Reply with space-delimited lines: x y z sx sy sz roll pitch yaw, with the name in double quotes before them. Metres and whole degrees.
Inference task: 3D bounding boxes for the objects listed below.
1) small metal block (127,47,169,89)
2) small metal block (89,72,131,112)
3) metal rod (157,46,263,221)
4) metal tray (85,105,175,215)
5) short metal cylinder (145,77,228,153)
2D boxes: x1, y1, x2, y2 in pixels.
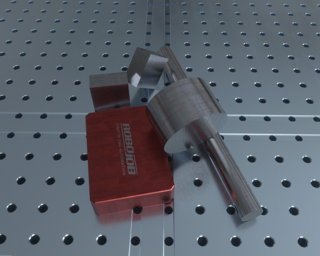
"small metal block" -0.020 -0.086 0.450 0.025 0.050 0.050 33 19 24
"small metal block" -0.069 -0.049 0.432 0.050 0.050 0.025 -7 51 -6
"metal rod" 0.053 -0.016 0.421 0.025 0.025 0.299 -14 51 -12
"metal tray" -0.040 0.032 0.377 0.091 0.030 0.130 -8 51 -8
"short metal cylinder" 0.030 -0.013 0.358 0.081 0.080 0.050 -21 66 -17
